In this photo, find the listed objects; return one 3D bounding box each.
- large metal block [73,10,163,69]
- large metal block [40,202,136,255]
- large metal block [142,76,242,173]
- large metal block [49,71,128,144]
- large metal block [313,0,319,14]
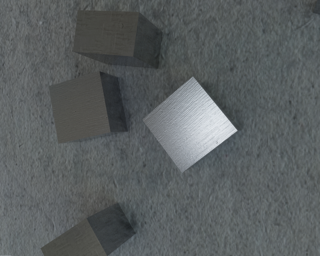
[{"bbox_3d":[-0.051,-0.111,0.397,0.080,0.080,0.050,9,93,19],"label":"large metal block"},{"bbox_3d":[-0.092,0.149,0.411,0.080,0.080,0.050,-35,79,16],"label":"large metal block"},{"bbox_3d":[0.040,-0.004,0.381,0.080,0.050,0.080,-40,78,15],"label":"large metal block"},{"bbox_3d":[-0.098,-0.026,0.429,0.080,0.050,0.080,-12,86,19],"label":"large metal block"},{"bbox_3d":[0.219,-0.156,0.319,0.080,0.050,0.080,23,98,18],"label":"large metal block"}]
